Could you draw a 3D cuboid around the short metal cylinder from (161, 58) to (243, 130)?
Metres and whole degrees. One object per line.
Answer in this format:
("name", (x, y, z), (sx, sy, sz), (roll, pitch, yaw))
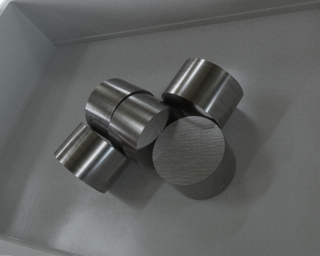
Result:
("short metal cylinder", (0.049, -0.036, 0.364), (0.080, 0.080, 0.050), (26, 76, 36))

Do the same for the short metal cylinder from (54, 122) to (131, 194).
("short metal cylinder", (-0.083, 0.037, 0.388), (0.080, 0.080, 0.050), (33, 80, 38))

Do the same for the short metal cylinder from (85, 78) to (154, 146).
("short metal cylinder", (-0.049, -0.019, 0.404), (0.050, 0.080, 0.080), (29, 77, 37))

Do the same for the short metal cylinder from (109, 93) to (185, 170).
("short metal cylinder", (-0.014, 0.004, 0.373), (0.050, 0.080, 0.080), (30, 78, 37))

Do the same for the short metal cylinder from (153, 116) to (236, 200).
("short metal cylinder", (0.039, 0.034, 0.345), (0.080, 0.050, 0.080), (-13, 56, 20))
